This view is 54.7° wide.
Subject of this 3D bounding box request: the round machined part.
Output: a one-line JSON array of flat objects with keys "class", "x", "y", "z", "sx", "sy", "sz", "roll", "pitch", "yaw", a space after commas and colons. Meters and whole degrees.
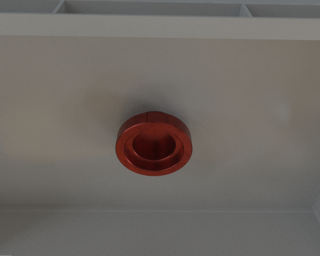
[{"class": "round machined part", "x": -0.008, "y": 0.016, "z": 0.412, "sx": 0.099, "sy": 0.042, "sz": 0.097, "roll": -1, "pitch": 130, "yaw": 0}]
